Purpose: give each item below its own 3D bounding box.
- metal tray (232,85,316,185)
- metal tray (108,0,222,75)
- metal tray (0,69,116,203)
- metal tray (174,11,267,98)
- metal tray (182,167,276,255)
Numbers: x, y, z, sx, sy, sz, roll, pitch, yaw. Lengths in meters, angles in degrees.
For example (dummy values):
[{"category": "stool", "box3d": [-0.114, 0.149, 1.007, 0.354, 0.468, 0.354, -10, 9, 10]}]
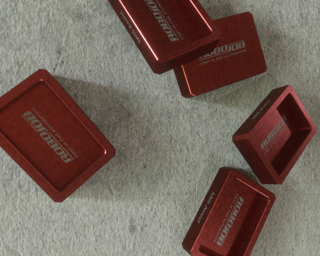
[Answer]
[{"category": "metal tray", "box3d": [0.172, 0.008, 0.456, 0.131, 0.030, 0.090, -43, 104, -29]}, {"category": "metal tray", "box3d": [0.003, -0.139, 0.383, 0.091, 0.030, 0.130, -27, 77, -18]}, {"category": "metal tray", "box3d": [-0.127, 0.009, 0.359, 0.090, 0.030, 0.130, -42, 104, -15]}, {"category": "metal tray", "box3d": [0.081, -0.104, 0.438, 0.131, 0.030, 0.090, -20, 97, -19]}, {"category": "metal tray", "box3d": [0.101, 0.133, 0.445, 0.090, 0.030, 0.130, 32, 79, -18]}]
